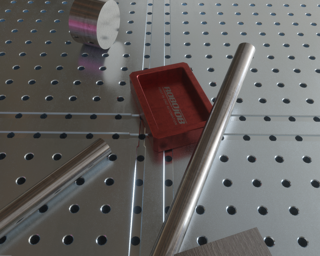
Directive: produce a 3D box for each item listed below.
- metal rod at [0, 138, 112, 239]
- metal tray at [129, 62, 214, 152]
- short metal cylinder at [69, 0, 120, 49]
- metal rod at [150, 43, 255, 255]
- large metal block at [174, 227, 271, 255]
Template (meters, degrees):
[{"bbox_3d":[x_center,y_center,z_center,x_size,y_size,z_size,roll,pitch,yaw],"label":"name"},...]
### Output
[{"bbox_3d":[-0.173,0.106,0.316,0.025,0.025,0.302,36,58,26],"label":"metal rod"},{"bbox_3d":[0.017,-0.035,0.433,0.091,0.030,0.130,-13,51,-12],"label":"metal tray"},{"bbox_3d":[-0.108,-0.178,0.520,0.050,0.080,0.080,17,52,13],"label":"short metal cylinder"},{"bbox_3d":[0.061,0.010,0.366,0.025,0.025,0.300,19,62,15],"label":"metal rod"},{"bbox_3d":[0.063,0.145,0.270,0.081,0.050,0.080,-14,52,-12],"label":"large metal block"}]
